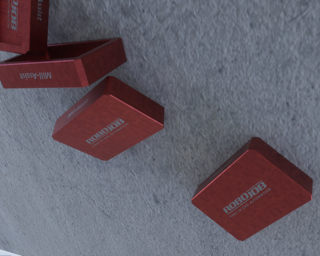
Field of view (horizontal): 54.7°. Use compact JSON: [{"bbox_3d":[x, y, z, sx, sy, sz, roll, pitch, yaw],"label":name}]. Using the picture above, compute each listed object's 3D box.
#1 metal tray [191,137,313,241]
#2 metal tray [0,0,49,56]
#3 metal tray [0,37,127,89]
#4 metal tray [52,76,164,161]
[{"bbox_3d":[0.112,0.082,0.395,0.090,0.030,0.129,38,129,1],"label":"metal tray"},{"bbox_3d":[-0.178,-0.158,0.371,0.090,0.030,0.129,13,105,20],"label":"metal tray"},{"bbox_3d":[-0.118,-0.079,0.376,0.130,0.090,0.030,3,120,26],"label":"metal tray"},{"bbox_3d":[-0.069,-0.006,0.407,0.090,0.030,0.130,30,136,-33],"label":"metal tray"}]
